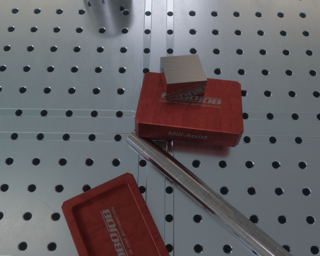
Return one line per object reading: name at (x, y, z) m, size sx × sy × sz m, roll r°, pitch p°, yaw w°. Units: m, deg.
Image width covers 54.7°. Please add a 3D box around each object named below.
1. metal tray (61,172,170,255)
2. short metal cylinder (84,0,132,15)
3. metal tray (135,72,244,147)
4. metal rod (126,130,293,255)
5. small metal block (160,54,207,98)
metal tray at (-0.048, 0.129, 0.361) m, size 0.091 × 0.030 × 0.130 m, roll -24°, pitch 72°, yaw -9°
short metal cylinder at (-0.085, -0.224, 0.480) m, size 0.081 × 0.050 × 0.080 m, roll 0°, pitch 70°, yaw 0°
metal tray at (0.039, -0.026, 0.405) m, size 0.131 × 0.030 × 0.090 m, roll 7°, pitch 53°, yaw 2°
metal rod at (0.078, 0.102, 0.375) m, size 0.300 × 0.025 × 0.025 m, roll 39°, pitch 75°, yaw 13°
small metal block at (0.029, -0.068, 0.401) m, size 0.050 × 0.025 × 0.050 m, roll -6°, pitch 53°, yaw -8°
